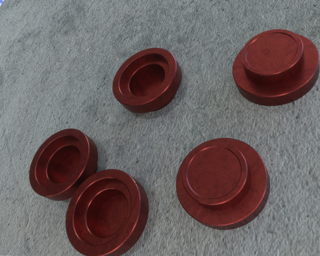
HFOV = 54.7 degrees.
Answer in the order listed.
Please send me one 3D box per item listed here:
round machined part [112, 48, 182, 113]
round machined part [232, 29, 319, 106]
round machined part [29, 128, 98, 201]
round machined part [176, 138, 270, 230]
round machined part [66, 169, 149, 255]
[{"bbox_3d":[-0.014,-0.062,0.439,0.098,0.042,0.098,-13,56,21],"label":"round machined part"},{"bbox_3d":[0.135,-0.079,0.370,0.098,0.042,0.098,-13,56,21],"label":"round machined part"},{"bbox_3d":[-0.126,0.053,0.427,0.098,0.042,0.098,-13,56,21],"label":"round machined part"},{"bbox_3d":[0.062,0.053,0.328,0.098,0.042,0.098,-13,56,21],"label":"round machined part"},{"bbox_3d":[-0.056,0.101,0.361,0.098,0.042,0.098,-13,56,21],"label":"round machined part"}]
